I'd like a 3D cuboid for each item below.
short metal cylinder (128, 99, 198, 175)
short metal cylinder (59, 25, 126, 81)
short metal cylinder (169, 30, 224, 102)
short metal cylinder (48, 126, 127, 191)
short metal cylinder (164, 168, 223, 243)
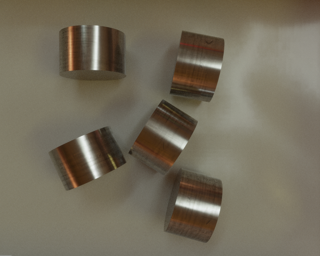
[{"bbox_3d":[0.004,0.011,0.384,0.050,0.080,0.080,32,90,0],"label":"short metal cylinder"},{"bbox_3d":[-0.082,-0.089,0.383,0.081,0.080,0.050,-1,90,-1],"label":"short metal cylinder"},{"bbox_3d":[0.044,-0.076,0.385,0.050,0.080,0.080,11,90,0],"label":"short metal cylinder"},{"bbox_3d":[-0.088,0.037,0.383,0.080,0.080,0.050,-25,90,0],"label":"short metal cylinder"},{"bbox_3d":[0.040,0.095,0.385,0.050,0.080,0.080,16,90,0],"label":"short metal cylinder"}]
